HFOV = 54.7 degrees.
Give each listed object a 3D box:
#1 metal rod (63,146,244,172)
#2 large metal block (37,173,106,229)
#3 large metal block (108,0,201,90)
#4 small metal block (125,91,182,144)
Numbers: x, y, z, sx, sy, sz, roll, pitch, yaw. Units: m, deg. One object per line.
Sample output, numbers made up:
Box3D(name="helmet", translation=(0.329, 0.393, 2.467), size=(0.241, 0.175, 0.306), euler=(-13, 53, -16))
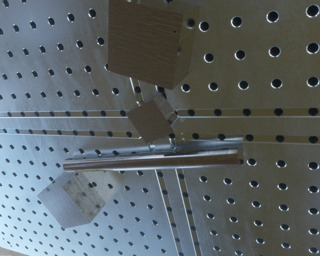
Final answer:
Box3D(name="metal rod", translation=(-0.029, 0.050, 0.457), size=(0.300, 0.025, 0.025), euler=(-7, 115, 31))
Box3D(name="large metal block", translation=(-0.159, 0.130, 0.559), size=(0.080, 0.050, 0.080), euler=(-23, 106, 36))
Box3D(name="large metal block", translation=(-0.009, -0.097, 0.339), size=(0.080, 0.050, 0.079), euler=(19, 126, 16))
Box3D(name="small metal block", translation=(-0.008, -0.013, 0.408), size=(0.050, 0.025, 0.050), euler=(-24, 106, 36))
